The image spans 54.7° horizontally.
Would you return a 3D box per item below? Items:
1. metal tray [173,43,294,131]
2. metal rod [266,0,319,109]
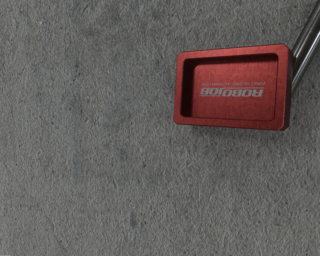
[{"bbox_3d":[0.081,-0.045,0.361,0.130,0.030,0.089,4,91,33],"label":"metal tray"},{"bbox_3d":[0.195,-0.154,0.340,0.025,0.025,0.298,28,99,17],"label":"metal rod"}]
